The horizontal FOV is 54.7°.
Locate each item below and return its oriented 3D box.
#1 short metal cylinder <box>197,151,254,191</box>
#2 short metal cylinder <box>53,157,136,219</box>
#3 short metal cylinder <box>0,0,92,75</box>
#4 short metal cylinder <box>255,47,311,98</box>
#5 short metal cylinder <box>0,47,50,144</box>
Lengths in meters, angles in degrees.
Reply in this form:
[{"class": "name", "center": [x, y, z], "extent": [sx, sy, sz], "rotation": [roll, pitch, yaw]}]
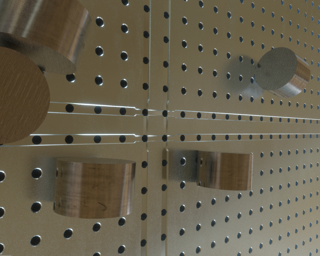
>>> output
[{"class": "short metal cylinder", "center": [0.095, 0.060, 0.456], "extent": [0.081, 0.080, 0.050], "rotation": [6, 87, -40]}, {"class": "short metal cylinder", "center": [-0.066, 0.058, 0.319], "extent": [0.081, 0.080, 0.050], "rotation": [5, 87, -40]}, {"class": "short metal cylinder", "center": [-0.109, -0.089, 0.283], "extent": [0.080, 0.080, 0.050], "rotation": [23, 76, -38]}, {"class": "short metal cylinder", "center": [0.222, -0.099, 0.563], "extent": [0.050, 0.080, 0.080], "rotation": [17, 80, -39]}, {"class": "short metal cylinder", "center": [-0.146, -0.027, 0.271], "extent": [0.081, 0.050, 0.079], "rotation": [0, 90, -40]}]
